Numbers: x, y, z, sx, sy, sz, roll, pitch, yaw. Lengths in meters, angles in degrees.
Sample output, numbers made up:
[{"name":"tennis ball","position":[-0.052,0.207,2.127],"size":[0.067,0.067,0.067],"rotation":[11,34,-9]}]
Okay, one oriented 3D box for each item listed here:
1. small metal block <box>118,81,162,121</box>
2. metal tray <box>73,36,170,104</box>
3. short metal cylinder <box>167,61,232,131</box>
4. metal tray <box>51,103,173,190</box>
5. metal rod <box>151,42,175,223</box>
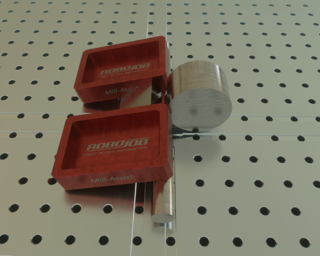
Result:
[{"name":"small metal block","position":[-0.026,-0.029,0.413],"size":[0.050,0.025,0.050],"rotation":[-21,45,24]},{"name":"metal tray","position":[-0.053,-0.086,0.454],"size":[0.131,0.030,0.090],"rotation":[-8,49,9]},{"name":"short metal cylinder","position":[0.049,-0.040,0.401],"size":[0.081,0.080,0.050],"rotation":[0,50,0]},{"name":"metal tray","position":[-0.052,0.021,0.364],"size":[0.131,0.030,0.090],"rotation":[-8,50,9]},{"name":"metal rod","position":[0.004,-0.020,0.419],"size":[0.025,0.025,0.300],"rotation":[0,50,0]}]
